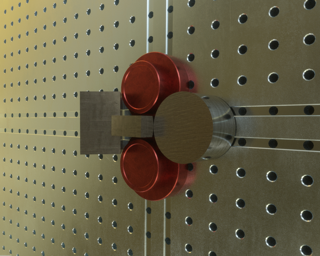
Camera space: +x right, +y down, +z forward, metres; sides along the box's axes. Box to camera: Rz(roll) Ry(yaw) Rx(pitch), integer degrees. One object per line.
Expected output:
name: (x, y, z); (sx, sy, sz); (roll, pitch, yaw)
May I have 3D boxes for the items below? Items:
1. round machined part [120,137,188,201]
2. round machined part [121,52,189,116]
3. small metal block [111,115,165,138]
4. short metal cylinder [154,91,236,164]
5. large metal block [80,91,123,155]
round machined part: (-0.015, 0.048, 0.411); (0.098, 0.042, 0.097); (0, 90, 40)
round machined part: (-0.013, -0.052, 0.410); (0.098, 0.042, 0.097); (0, 90, 40)
small metal block: (-0.024, -0.002, 0.385); (0.050, 0.050, 0.025); (2, 92, 40)
short metal cylinder: (0.039, -0.001, 0.359); (0.080, 0.050, 0.080); (0, 90, 40)
large metal block: (-0.078, -0.007, 0.431); (0.050, 0.080, 0.080); (0, 90, -4)
